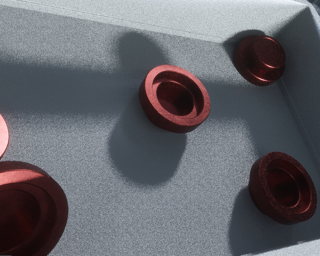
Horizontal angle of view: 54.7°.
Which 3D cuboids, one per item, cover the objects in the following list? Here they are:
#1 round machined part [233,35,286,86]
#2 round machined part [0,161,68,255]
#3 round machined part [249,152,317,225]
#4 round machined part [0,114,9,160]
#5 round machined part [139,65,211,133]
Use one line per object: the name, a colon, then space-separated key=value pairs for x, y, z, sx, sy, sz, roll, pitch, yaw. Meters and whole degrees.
round machined part: x=0.187 y=-0.129 z=0.563 sx=0.099 sy=0.042 sz=0.098 roll=7 pitch=67 yaw=-18
round machined part: x=-0.132 y=0.073 z=0.257 sx=0.099 sy=0.042 sz=0.097 roll=-15 pitch=114 yaw=-37
round machined part: x=0.164 y=0.085 z=0.431 sx=0.099 sy=0.042 sz=0.098 roll=14 pitch=56 yaw=-21
round machined part: x=-0.192 y=0.011 z=0.272 sx=0.098 sy=0.042 sz=0.098 roll=29 pitch=34 yaw=-22
round machined part: x=0.016 y=-0.035 z=0.425 sx=0.099 sy=0.042 sz=0.098 roll=14 pitch=56 yaw=-21
